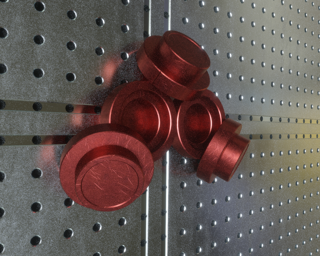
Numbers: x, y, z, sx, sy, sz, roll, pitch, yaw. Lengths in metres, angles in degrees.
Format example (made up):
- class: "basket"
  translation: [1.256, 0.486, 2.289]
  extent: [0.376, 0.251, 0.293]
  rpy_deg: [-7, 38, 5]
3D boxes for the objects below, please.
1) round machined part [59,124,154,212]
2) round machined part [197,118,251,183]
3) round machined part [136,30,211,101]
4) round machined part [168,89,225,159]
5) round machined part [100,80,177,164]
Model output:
- class: "round machined part"
  translation: [-0.054, 0.048, 0.324]
  extent: [0.099, 0.042, 0.097]
  rpy_deg: [-6, 116, -13]
- class: "round machined part"
  translation: [0.096, 0.038, 0.446]
  extent: [0.098, 0.042, 0.098]
  rpy_deg: [-50, 158, -29]
- class: "round machined part"
  translation: [0.023, -0.083, 0.386]
  extent: [0.099, 0.042, 0.098]
  rpy_deg: [23, 40, -21]
- class: "round machined part"
  translation: [0.046, -0.006, 0.439]
  extent: [0.099, 0.042, 0.097]
  rpy_deg: [0, 90, -40]
- class: "round machined part"
  translation: [-0.029, -0.007, 0.374]
  extent: [0.099, 0.042, 0.097]
  rpy_deg: [0, 90, -40]
